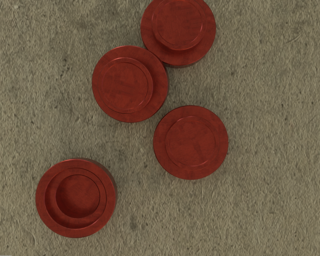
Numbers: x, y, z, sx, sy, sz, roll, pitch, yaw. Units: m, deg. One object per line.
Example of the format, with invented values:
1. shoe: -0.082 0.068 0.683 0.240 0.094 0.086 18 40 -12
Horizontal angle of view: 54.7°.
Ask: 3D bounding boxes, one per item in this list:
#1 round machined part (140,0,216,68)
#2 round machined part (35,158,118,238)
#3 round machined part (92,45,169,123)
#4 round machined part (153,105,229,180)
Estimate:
1. round machined part: 0.024 -0.130 0.401 0.099 0.042 0.097 0 90 0
2. round machined part: -0.104 0.087 0.401 0.099 0.042 0.097 0 90 0
3. round machined part: -0.039 -0.054 0.390 0.098 0.042 0.097 1 101 8
4. round machined part: 0.040 0.019 0.402 0.099 0.042 0.097 0 90 0
